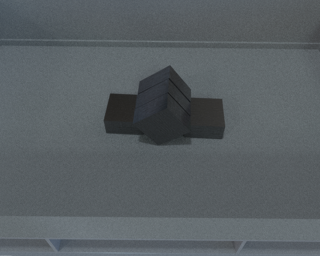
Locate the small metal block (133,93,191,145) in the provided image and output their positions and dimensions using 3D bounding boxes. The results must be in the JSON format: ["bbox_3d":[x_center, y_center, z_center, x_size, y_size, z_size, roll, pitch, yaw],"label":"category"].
[{"bbox_3d":[0.003,-0.010,0.382,0.050,0.050,0.025,-24,43,28],"label":"small metal block"}]

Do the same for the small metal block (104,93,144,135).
[{"bbox_3d":[-0.045,-0.019,0.419,0.050,0.025,0.050,3,50,2],"label":"small metal block"}]

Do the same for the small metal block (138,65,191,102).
[{"bbox_3d":[0.007,-0.049,0.414,0.050,0.050,0.025,-23,43,28],"label":"small metal block"}]

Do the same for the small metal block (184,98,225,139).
[{"bbox_3d":[0.058,-0.014,0.416,0.050,0.025,0.050,2,50,1],"label":"small metal block"}]

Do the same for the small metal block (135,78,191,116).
[{"bbox_3d":[0.005,-0.029,0.398,0.050,0.050,0.025,-24,43,28],"label":"small metal block"}]
